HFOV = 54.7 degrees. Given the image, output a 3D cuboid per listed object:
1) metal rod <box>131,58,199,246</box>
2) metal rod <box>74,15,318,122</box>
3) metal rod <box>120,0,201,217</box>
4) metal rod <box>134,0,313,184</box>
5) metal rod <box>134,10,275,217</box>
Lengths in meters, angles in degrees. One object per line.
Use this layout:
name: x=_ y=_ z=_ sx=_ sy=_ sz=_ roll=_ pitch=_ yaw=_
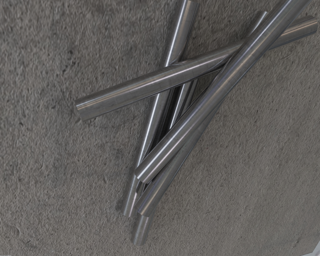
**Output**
metal rod: x=0.004 y=0.049 z=0.439 sx=0.025 sy=0.025 sz=0.298 roll=2 pitch=118 yaw=-30
metal rod: x=0.052 y=-0.073 z=0.354 sx=0.302 sy=0.025 sz=0.025 roll=-22 pitch=127 yaw=-13
metal rod: x=-0.007 y=-0.008 z=0.397 sx=0.025 sy=0.025 sz=0.298 roll=2 pitch=117 yaw=-30
metal rod: x=0.068 y=-0.046 z=0.351 sx=0.025 sy=0.025 sz=0.299 roll=25 pitch=114 yaw=-37
metal rod: x=0.056 y=-0.015 z=0.402 sx=0.025 sy=0.025 sz=0.299 roll=30 pitch=94 yaw=-38
